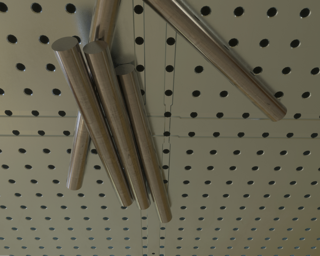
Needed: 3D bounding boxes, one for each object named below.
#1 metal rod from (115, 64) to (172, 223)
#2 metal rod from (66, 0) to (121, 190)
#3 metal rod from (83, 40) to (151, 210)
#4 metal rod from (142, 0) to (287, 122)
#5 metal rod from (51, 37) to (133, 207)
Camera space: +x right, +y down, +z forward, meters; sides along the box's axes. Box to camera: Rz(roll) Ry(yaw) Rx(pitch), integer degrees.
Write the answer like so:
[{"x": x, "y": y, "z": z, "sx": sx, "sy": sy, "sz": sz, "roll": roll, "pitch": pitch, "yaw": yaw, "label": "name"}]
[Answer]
[{"x": -0.016, "y": 0.045, "z": 0.449, "sx": 0.025, "sy": 0.025, "sz": 0.298, "roll": -8, "pitch": 130, "yaw": 6, "label": "metal rod"}, {"x": -0.091, "y": -0.022, "z": 0.391, "sx": 0.025, "sy": 0.025, "sz": 0.298, "roll": 13, "pitch": 129, "yaw": -11, "label": "metal rod"}, {"x": -0.046, "y": 0.023, "z": 0.412, "sx": 0.025, "sy": 0.025, "sz": 0.298, "roll": -6, "pitch": 136, "yaw": 4, "label": "metal rod"}, {"x": 0.042, "y": -0.096, "z": 0.330, "sx": 0.301, "sy": 0.025, "sz": 0.025, "roll": 35, "pitch": 121, "yaw": -27, "label": "metal rod"}, {"x": -0.073, "y": 0.020, "z": 0.403, "sx": 0.025, "sy": 0.025, "sz": 0.298, "roll": -5, "pitch": 138, "yaw": 4, "label": "metal rod"}]
